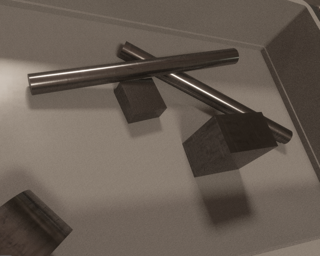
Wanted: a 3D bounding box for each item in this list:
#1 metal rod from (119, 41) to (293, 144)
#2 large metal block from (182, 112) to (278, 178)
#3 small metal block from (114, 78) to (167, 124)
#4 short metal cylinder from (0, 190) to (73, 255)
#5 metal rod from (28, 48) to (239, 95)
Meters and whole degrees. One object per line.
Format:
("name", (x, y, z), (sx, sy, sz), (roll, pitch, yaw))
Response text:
("metal rod", (0.078, -0.050, 0.479), (0.301, 0.025, 0.025), (26, 53, -12))
("large metal block", (0.089, 0.022, 0.407), (0.081, 0.080, 0.050), (-5, 64, -31))
("small metal block", (-0.026, -0.037, 0.416), (0.050, 0.025, 0.050), (-14, 69, -34))
("short metal cylinder", (-0.118, 0.097, 0.248), (0.050, 0.080, 0.080), (43, 51, 1))
("metal rod", (-0.017, -0.081, 0.422), (0.303, 0.025, 0.025), (-13, 69, -26))
